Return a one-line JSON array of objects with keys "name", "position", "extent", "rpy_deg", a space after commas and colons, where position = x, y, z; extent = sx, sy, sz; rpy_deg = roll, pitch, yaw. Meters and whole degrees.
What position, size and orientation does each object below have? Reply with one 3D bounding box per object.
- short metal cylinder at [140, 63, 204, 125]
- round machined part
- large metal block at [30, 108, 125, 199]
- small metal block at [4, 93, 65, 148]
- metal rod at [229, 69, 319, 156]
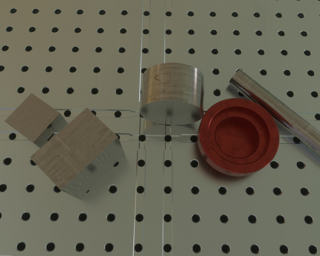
[{"name": "short metal cylinder", "position": [0.016, -0.041, 0.398], "extent": [0.081, 0.080, 0.050], "rpy_deg": [3, 70, 1]}, {"name": "round machined part", "position": [0.097, 0.014, 0.399], "extent": [0.099, 0.042, 0.098], "rpy_deg": [0, 70, -1]}, {"name": "large metal block", "position": [-0.092, 0.034, 0.369], "extent": [0.050, 0.080, 0.080], "rpy_deg": [42, 75, 13]}, {"name": "small metal block", "position": [-0.166, -0.010, 0.413], "extent": [0.050, 0.025, 0.050], "rpy_deg": [34, 73, 11]}, {"name": "metal rod", "position": [0.214, 0.025, 0.405], "extent": [0.300, 0.025, 0.025], "rpy_deg": [42, 75, 13]}]
